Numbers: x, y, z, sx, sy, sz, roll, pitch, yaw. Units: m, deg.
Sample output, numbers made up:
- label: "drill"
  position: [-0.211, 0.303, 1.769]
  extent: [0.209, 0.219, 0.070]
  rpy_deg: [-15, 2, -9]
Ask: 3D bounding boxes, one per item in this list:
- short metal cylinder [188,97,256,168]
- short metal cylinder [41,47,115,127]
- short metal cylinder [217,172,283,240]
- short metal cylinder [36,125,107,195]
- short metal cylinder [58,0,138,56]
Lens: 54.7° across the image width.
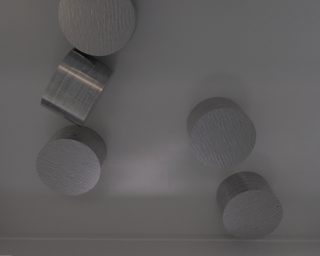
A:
- label: "short metal cylinder"
  position: [0.077, 0.005, 0.400]
  extent: [0.081, 0.050, 0.079]
  rpy_deg: [0, 110, 0]
- label: "short metal cylinder"
  position: [-0.095, -0.047, 0.364]
  extent: [0.050, 0.080, 0.080]
  rpy_deg: [31, 107, -11]
- label: "short metal cylinder"
  position: [0.125, 0.109, 0.439]
  extent: [0.081, 0.050, 0.079]
  rpy_deg: [0, 110, 0]
- label: "short metal cylinder"
  position: [-0.115, 0.042, 0.412]
  extent: [0.081, 0.050, 0.079]
  rpy_deg: [0, 110, 0]
- label: "short metal cylinder"
  position: [-0.067, -0.125, 0.351]
  extent: [0.081, 0.050, 0.079]
  rpy_deg: [0, 110, 0]
